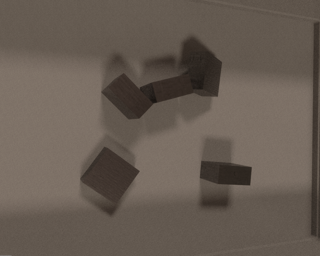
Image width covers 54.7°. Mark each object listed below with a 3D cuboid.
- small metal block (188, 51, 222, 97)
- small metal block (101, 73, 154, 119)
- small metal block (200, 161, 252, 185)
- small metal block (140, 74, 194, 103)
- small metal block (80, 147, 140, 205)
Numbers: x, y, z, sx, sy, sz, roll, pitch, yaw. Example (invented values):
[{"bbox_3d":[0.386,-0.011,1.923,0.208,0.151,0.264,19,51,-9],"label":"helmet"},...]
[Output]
[{"bbox_3d":[0.060,-0.072,0.421,0.050,0.025,0.050,11,86,-57],"label":"small metal block"},{"bbox_3d":[-0.042,-0.037,0.383,0.050,0.050,0.025,46,76,-15],"label":"small metal block"},{"bbox_3d":[0.091,0.062,0.432,0.050,0.050,0.025,6,88,-20],"label":"small metal block"},{"bbox_3d":[0.008,-0.049,0.401,0.050,0.050,0.025,-17,96,-19],"label":"small metal block"},{"bbox_3d":[-0.063,0.059,0.388,0.050,0.025,0.050,39,77,-16],"label":"small metal block"}]
